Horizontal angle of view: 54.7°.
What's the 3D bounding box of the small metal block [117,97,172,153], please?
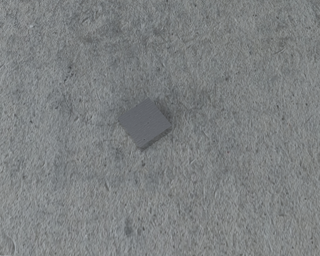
[{"bbox_3d":[-0.020,-0.004,0.411,0.050,0.025,0.050,-35,74,-12],"label":"small metal block"}]
